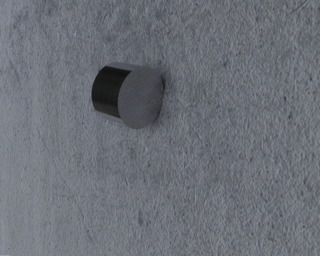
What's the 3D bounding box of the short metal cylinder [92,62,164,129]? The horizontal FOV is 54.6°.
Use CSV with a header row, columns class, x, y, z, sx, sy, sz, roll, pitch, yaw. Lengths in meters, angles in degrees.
class,x,y,z,sx,sy,sz,roll,pitch,yaw
short metal cylinder,-0.041,-0.043,0.404,0.050,0.081,0.080,18,102,38
